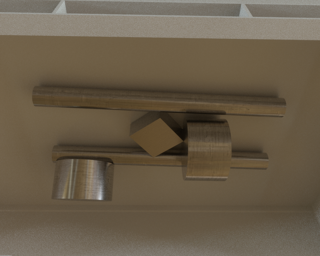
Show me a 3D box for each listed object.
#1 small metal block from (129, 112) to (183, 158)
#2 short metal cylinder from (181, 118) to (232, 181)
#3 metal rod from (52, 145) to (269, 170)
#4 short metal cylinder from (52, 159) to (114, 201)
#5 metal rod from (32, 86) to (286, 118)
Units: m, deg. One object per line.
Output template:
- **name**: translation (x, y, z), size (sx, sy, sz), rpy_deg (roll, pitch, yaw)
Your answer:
- **small metal block**: translation (-0.004, 0.006, 0.412), size (0.050, 0.025, 0.050), rpy_deg (-31, 124, 23)
- **short metal cylinder**: translation (0.056, 0.027, 0.395), size (0.050, 0.080, 0.079), rpy_deg (1, 130, -2)
- **metal rod**: translation (0.002, 0.042, 0.443), size (0.302, 0.025, 0.025), rpy_deg (2, 130, -3)
- **short metal cylinder**: translation (-0.105, 0.075, 0.430), size (0.081, 0.050, 0.080), rpy_deg (1, 164, 1)
- **metal rod**: translation (0.002, -0.032, 0.379), size (0.302, 0.025, 0.025), rpy_deg (2, 130, -3)
